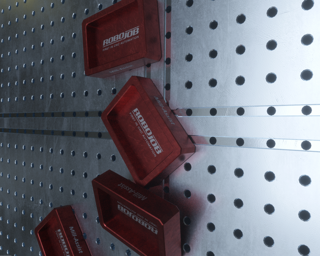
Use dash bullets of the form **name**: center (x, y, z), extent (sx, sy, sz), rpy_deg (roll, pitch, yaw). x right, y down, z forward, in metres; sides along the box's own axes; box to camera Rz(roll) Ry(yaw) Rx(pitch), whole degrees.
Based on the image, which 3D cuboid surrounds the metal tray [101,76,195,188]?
- **metal tray**: center (-0.021, 0.005, 0.421), extent (0.090, 0.030, 0.130), rpy_deg (-46, 63, 30)

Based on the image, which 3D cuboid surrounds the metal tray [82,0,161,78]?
- **metal tray**: center (-0.060, -0.130, 0.453), extent (0.130, 0.030, 0.089), rpy_deg (-7, 85, 39)

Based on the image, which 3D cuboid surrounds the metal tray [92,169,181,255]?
- **metal tray**: center (-0.033, 0.119, 0.409), extent (0.130, 0.030, 0.089), rpy_deg (20, 126, 38)

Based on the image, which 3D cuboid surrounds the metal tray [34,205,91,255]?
- **metal tray**: center (-0.168, 0.214, 0.541), extent (0.090, 0.030, 0.130), rpy_deg (-45, 64, 30)
